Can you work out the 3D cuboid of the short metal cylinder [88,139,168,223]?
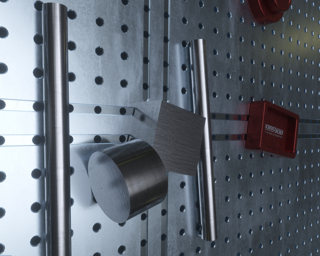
[{"bbox_3d":[-0.037,0.057,0.344,0.050,0.080,0.079,-18,102,-39],"label":"short metal cylinder"}]

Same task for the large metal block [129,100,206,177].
[{"bbox_3d":[0.008,0.015,0.402,0.080,0.050,0.080,18,78,-39],"label":"large metal block"}]

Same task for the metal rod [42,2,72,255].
[{"bbox_3d":[-0.106,0.025,0.321,0.025,0.025,0.298,-1,91,-40],"label":"metal rod"}]

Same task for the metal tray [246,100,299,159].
[{"bbox_3d":[0.218,0.006,0.592,0.131,0.030,0.090,14,81,-39],"label":"metal tray"}]

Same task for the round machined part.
[{"bbox_3d":[0.209,-0.247,0.576,0.099,0.042,0.097,0,90,-40],"label":"round machined part"}]

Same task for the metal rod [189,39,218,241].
[{"bbox_3d":[0.066,0.020,0.466,0.025,0.025,0.298,-7,95,-40],"label":"metal rod"}]
